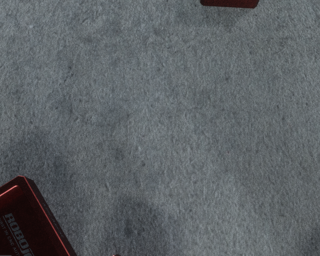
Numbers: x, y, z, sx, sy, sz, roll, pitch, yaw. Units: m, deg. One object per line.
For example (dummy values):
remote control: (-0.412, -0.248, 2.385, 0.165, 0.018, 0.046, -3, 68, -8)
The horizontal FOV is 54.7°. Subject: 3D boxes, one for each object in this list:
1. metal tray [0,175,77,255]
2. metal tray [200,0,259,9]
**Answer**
metal tray: (-0.163, 0.132, 0.355, 0.090, 0.030, 0.130, -34, 74, -12)
metal tray: (0.113, -0.257, 0.501, 0.091, 0.030, 0.130, 3, 70, 1)
